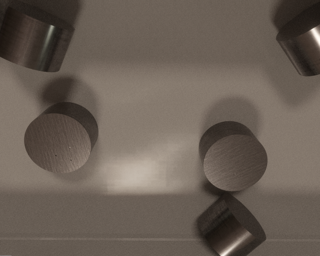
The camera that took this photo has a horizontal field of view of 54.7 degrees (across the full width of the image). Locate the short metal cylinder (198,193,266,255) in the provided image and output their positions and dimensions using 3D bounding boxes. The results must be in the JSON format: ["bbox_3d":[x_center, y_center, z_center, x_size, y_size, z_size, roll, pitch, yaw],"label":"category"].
[{"bbox_3d":[0.101,0.139,0.435,0.080,0.080,0.050,39,105,-14],"label":"short metal cylinder"}]

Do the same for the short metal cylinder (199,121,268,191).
[{"bbox_3d":[0.095,0.036,0.413,0.081,0.050,0.079,0,110,-1],"label":"short metal cylinder"}]

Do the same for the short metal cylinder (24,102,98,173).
[{"bbox_3d":[-0.125,0.011,0.400,0.081,0.050,0.079,0,110,-1],"label":"short metal cylinder"}]

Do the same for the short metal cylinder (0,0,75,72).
[{"bbox_3d":[-0.142,-0.103,0.342,0.080,0.080,0.050,24,108,-9],"label":"short metal cylinder"}]

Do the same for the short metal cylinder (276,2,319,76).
[{"bbox_3d":[0.180,-0.103,0.347,0.080,0.080,0.050,-37,106,12],"label":"short metal cylinder"}]
